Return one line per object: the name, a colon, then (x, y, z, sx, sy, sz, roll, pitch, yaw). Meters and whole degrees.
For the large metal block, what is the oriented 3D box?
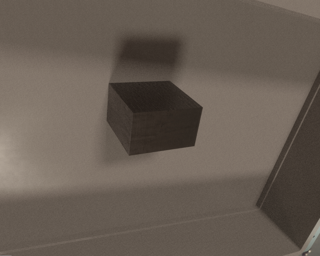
large metal block: (-0.010, -0.016, 0.359, 0.081, 0.080, 0.050, -6, 121, -26)
